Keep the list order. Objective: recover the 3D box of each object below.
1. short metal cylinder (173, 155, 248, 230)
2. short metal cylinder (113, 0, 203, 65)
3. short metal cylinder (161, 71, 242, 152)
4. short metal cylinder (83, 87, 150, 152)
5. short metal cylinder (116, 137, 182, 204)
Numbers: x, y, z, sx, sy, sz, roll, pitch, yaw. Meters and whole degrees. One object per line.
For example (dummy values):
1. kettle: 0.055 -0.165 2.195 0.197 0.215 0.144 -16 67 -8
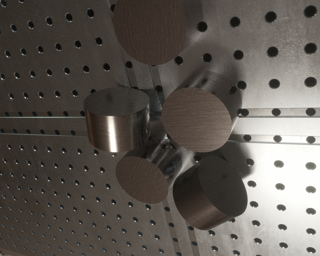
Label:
1. short metal cylinder: 0.063 0.082 0.392 0.080 0.080 0.050 44 129 -3
2. short metal cylinder: -0.001 -0.112 0.325 0.080 0.050 0.079 13 124 20
3. short metal cylinder: 0.049 -0.019 0.357 0.080 0.050 0.079 13 124 20
4. short metal cylinder: -0.053 -0.013 0.394 0.080 0.080 0.050 13 124 20
5. short metal cylinder: -0.015 0.060 0.438 0.080 0.050 0.079 13 124 20
